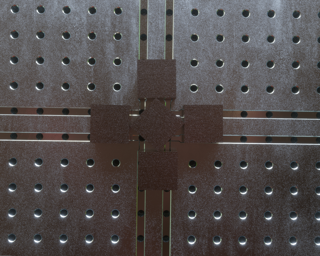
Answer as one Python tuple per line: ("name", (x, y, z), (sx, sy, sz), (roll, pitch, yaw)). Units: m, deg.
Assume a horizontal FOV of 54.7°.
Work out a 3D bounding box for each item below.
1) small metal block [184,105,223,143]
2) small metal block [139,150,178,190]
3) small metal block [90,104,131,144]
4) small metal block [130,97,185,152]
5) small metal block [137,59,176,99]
("small metal block", (0.057, -0.005, 0.414), (0.050, 0.025, 0.050), (0, 90, -1))
("small metal block", (-0.002, 0.056, 0.413), (0.050, 0.025, 0.050), (0, 90, -1))
("small metal block", (-0.065, -0.005, 0.412), (0.050, 0.025, 0.050), (1, 90, -1))
("small metal block", (-0.004, -0.005, 0.413), (0.050, 0.025, 0.050), (42, 90, -1))
("small metal block", (-0.004, -0.064, 0.413), (0.050, 0.025, 0.050), (-1, 90, -1))
